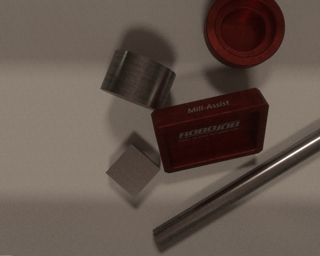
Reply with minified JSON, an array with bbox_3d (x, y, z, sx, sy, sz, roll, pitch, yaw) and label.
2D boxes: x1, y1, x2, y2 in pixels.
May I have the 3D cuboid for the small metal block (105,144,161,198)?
[{"bbox_3d":[-0.035,0.056,0.411,0.050,0.025,0.050,42,90,-1],"label":"small metal block"}]

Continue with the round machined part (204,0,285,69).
[{"bbox_3d":[0.106,-0.126,0.404,0.099,0.042,0.097,0,90,-1],"label":"round machined part"}]

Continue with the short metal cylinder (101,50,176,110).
[{"bbox_3d":[-0.027,-0.057,0.384,0.080,0.080,0.050,21,90,-1],"label":"short metal cylinder"}]

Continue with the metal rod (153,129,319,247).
[{"bbox_3d":[0.126,0.069,0.413,0.301,0.025,0.025,-31,90,-1],"label":"metal rod"}]

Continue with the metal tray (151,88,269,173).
[{"bbox_3d":[0.061,0.006,0.382,0.131,0.090,0.030,-13,46,-1],"label":"metal tray"}]
